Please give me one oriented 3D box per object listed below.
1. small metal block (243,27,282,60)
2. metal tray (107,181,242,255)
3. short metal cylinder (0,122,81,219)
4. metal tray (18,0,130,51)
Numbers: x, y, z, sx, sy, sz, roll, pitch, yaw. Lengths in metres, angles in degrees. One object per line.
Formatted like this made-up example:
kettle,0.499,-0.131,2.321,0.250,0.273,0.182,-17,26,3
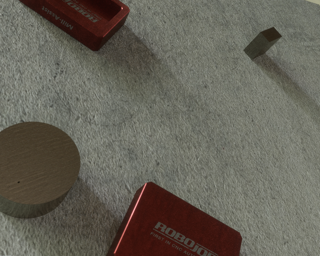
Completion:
small metal block,0.196,-0.162,0.592,0.050,0.050,0.025,-29,78,-37
metal tray,0.020,0.128,0.333,0.130,0.030,0.090,32,52,-8
short metal cylinder,-0.122,0.041,0.297,0.081,0.050,0.080,14,56,-21
metal tray,-0.120,-0.178,0.444,0.130,0.030,0.090,34,51,-6
